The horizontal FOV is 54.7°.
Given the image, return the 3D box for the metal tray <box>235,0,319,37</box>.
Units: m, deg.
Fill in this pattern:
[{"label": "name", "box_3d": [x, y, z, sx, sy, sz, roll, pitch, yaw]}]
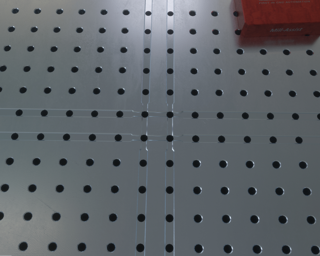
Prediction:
[{"label": "metal tray", "box_3d": [0.187, -0.189, 0.479, 0.131, 0.030, 0.090, -2, 70, -1]}]
